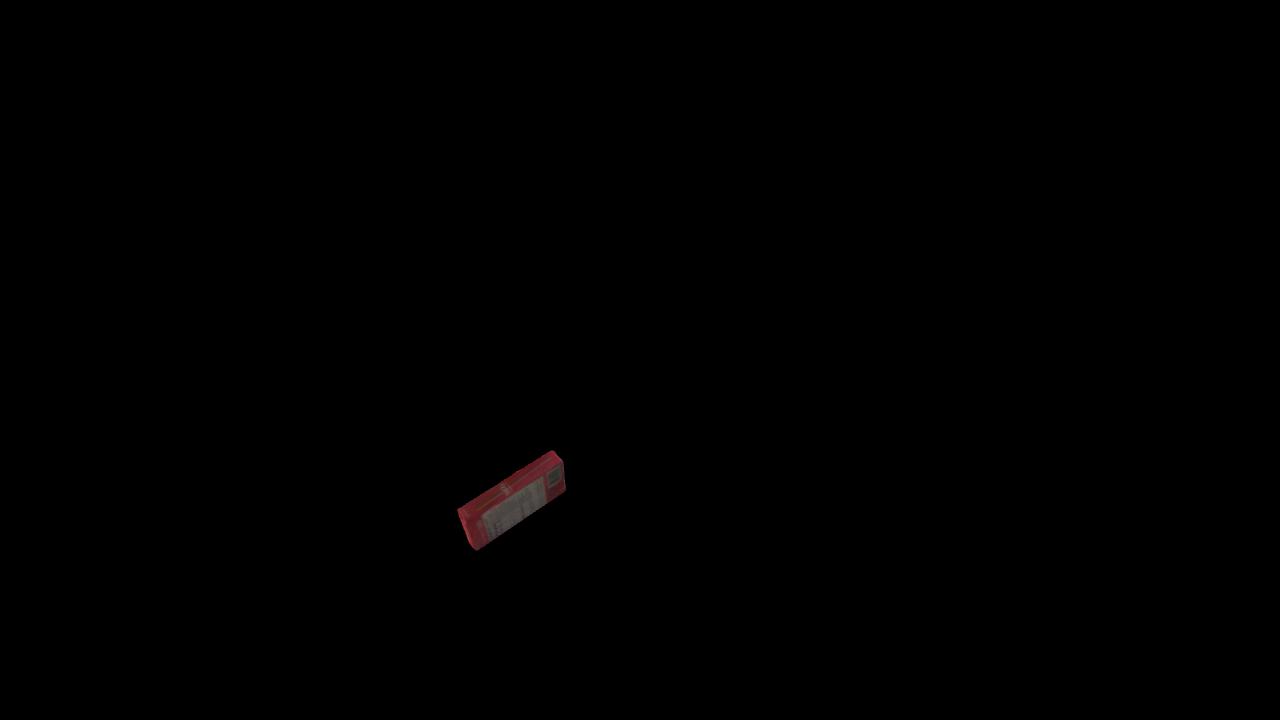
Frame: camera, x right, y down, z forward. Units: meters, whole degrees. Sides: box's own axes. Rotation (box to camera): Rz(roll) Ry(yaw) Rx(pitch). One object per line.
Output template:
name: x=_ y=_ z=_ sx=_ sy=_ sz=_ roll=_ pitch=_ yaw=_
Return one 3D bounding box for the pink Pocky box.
pink Pocky box: x=-0.176 y=0.196 z=0.862 sx=0.155 sy=0.084 sz=0.029 roll=-31 pitch=56 yaw=-27
